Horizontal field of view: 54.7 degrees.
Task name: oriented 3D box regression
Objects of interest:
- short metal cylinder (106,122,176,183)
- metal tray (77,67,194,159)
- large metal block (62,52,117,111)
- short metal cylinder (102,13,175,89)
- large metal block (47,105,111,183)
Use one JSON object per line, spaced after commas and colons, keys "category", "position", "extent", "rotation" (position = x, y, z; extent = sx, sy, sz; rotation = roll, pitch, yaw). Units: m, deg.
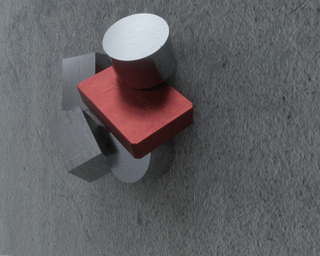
{"category": "short metal cylinder", "position": [-0.026, 0.030, 0.412], "extent": [0.080, 0.050, 0.080], "rotation": [0, 90, 40]}
{"category": "metal tray", "position": [-0.032, -0.032, 0.392], "extent": [0.130, 0.091, 0.030], "rotation": [43, 156, 31]}
{"category": "large metal block", "position": [-0.105, -0.066, 0.474], "extent": [0.080, 0.050, 0.080], "rotation": [1, 91, 40]}
{"category": "short metal cylinder", "position": [-0.024, -0.095, 0.384], "extent": [0.080, 0.050, 0.080], "rotation": [-6, 57, 9]}
{"category": "large metal block", "position": [-0.109, 0.026, 0.452], "extent": [0.050, 0.080, 0.080], "rotation": [-30, 68, -2]}
